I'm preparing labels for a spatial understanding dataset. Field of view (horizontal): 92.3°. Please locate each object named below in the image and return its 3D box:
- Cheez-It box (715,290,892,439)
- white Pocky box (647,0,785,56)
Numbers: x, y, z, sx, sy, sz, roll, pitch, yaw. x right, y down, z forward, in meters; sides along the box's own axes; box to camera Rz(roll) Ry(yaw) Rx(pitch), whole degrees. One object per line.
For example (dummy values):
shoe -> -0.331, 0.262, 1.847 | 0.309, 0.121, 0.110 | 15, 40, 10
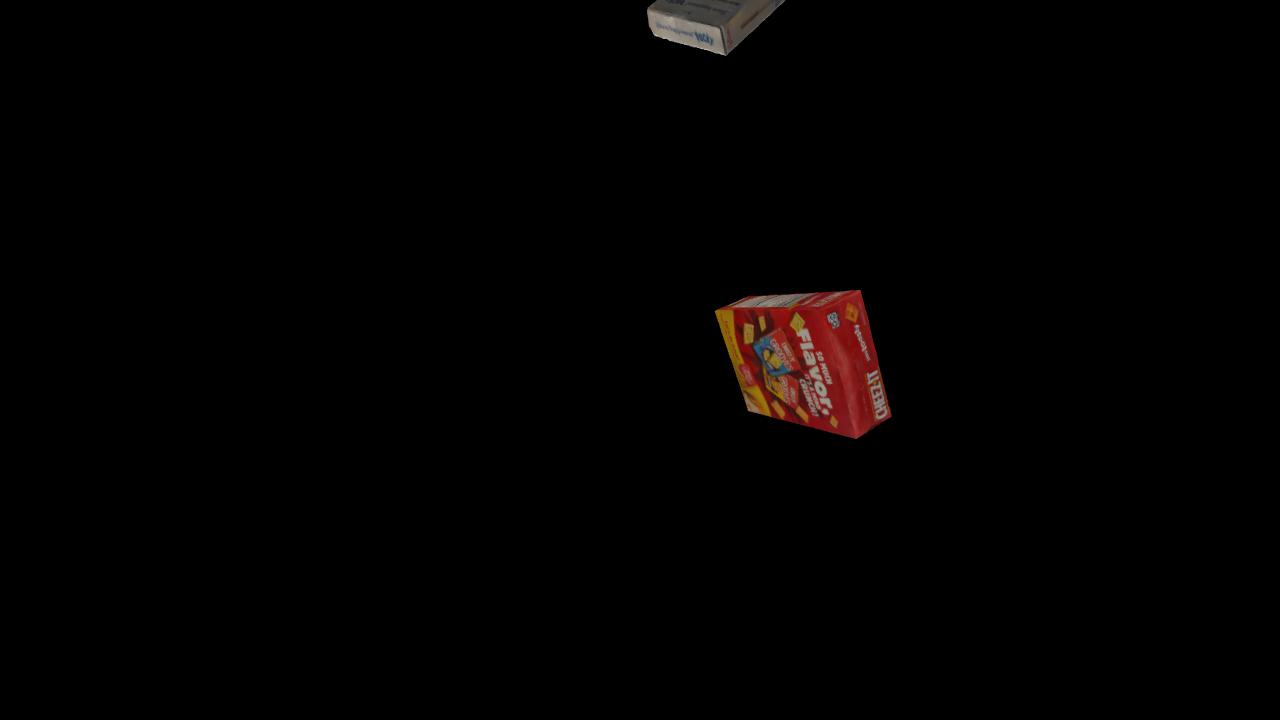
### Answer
Cheez-It box -> 0.205, -0.002, 0.805 | 0.071, 0.166, 0.223 | -25, 14, -22
white Pocky box -> 0.087, -0.313, 0.503 | 0.084, 0.154, 0.028 | 35, -16, 34
